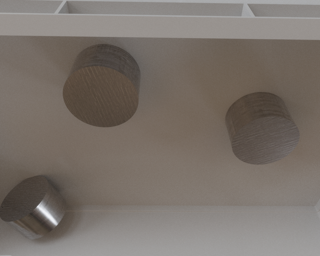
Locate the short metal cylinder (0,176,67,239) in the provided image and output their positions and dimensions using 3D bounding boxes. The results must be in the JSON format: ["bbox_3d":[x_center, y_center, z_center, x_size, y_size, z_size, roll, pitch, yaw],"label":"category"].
[{"bbox_3d":[-0.193,0.121,0.474,0.080,0.080,0.050,-17,128,13],"label":"short metal cylinder"}]

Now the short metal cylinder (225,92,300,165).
[{"bbox_3d":[0.128,0.001,0.395,0.081,0.050,0.079,0,130,0],"label":"short metal cylinder"}]

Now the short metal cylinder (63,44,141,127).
[{"bbox_3d":[-0.063,-0.047,0.352,0.081,0.050,0.079,0,130,0],"label":"short metal cylinder"}]
